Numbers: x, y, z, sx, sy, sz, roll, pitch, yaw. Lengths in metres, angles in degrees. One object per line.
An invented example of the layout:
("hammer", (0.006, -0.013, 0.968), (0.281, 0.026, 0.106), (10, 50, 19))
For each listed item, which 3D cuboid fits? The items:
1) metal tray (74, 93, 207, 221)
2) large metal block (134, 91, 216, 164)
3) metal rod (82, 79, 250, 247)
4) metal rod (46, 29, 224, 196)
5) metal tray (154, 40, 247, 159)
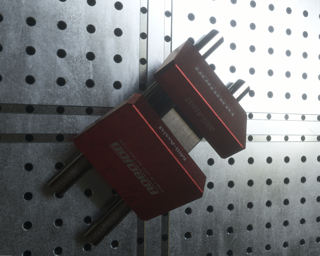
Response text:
("metal tray", (-0.021, 0.037, 0.348), (0.090, 0.030, 0.130), (-31, 105, 27))
("large metal block", (0.014, -0.002, 0.389), (0.080, 0.080, 0.050), (-44, 104, -15))
("metal rod", (0.018, 0.037, 0.421), (0.301, 0.025, 0.025), (-44, 104, -15))
("metal rod", (-0.022, -0.029, 0.406), (0.301, 0.025, 0.025), (-44, 104, -15))
("metal tray", (0.055, -0.037, 0.376), (0.130, 0.030, 0.090), (49, 31, -14))
